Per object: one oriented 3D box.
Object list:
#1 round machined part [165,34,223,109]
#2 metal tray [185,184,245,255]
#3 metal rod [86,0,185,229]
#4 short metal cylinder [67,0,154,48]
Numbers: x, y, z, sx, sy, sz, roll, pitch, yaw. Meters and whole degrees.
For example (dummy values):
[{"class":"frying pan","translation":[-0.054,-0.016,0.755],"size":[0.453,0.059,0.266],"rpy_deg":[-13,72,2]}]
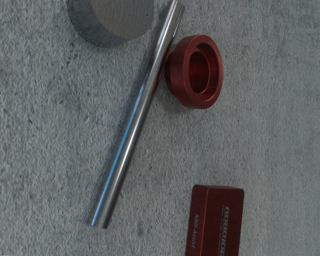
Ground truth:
[{"class":"round machined part","translation":[0.044,-0.075,0.422],"size":[0.099,0.042,0.097],"rpy_deg":[-6,98,-50]},{"class":"metal tray","translation":[0.085,0.155,0.473],"size":[0.091,0.030,0.129],"rpy_deg":[12,83,-39]},{"class":"metal rod","translation":[-0.024,-0.028,0.384],"size":[0.025,0.025,0.299],"rpy_deg":[30,72,-36]},{"class":"short metal cylinder","translation":[-0.054,-0.134,0.343],"size":[0.081,0.050,0.080],"rpy_deg":[0,90,-40]}]
